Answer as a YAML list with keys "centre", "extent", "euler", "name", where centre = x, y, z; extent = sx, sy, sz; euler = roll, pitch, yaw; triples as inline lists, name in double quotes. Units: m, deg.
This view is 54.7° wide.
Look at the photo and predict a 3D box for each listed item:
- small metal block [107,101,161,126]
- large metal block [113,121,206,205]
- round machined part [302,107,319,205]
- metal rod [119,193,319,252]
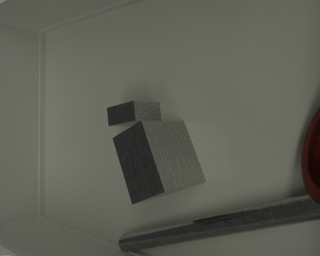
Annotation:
- centre: [-0.034, -0.018, 0.417]
  extent: [0.050, 0.050, 0.025]
  euler: [-10, 84, 39]
  name: "small metal block"
- centre: [0.000, 0.038, 0.369]
  extent: [0.050, 0.081, 0.080]
  euler: [-30, 72, 36]
  name: "large metal block"
- centre: [0.157, 0.018, 0.243]
  extent: [0.042, 0.098, 0.097]
  euler: [14, 102, -1]
  name: "round machined part"
- centre: [0.059, 0.113, 0.356]
  extent: [0.299, 0.025, 0.025]
  euler: [-26, 74, 36]
  name: "metal rod"
